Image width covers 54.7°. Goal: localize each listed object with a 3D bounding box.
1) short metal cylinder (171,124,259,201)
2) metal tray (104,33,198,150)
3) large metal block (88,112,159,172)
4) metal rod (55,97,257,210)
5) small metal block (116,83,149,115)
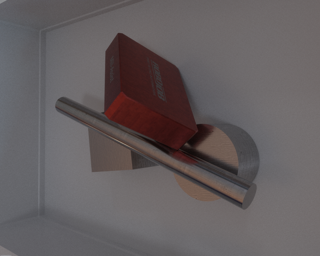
[{"bbox_3d":[0.060,0.035,0.338,0.080,0.050,0.079,0,90,39],"label":"short metal cylinder"},{"bbox_3d":[-0.013,-0.044,0.340,0.030,0.090,0.130,-48,32,28],"label":"metal tray"},{"bbox_3d":[-0.053,0.017,0.430,0.080,0.050,0.080,-10,84,39],"label":"large metal block"},{"bbox_3d":[-0.031,0.013,0.363,0.300,0.025,0.025,23,105,37],"label":"metal rod"},{"bbox_3d":[-0.029,-0.044,0.383,0.050,0.025,0.050,-3,52,13],"label":"small metal block"}]
